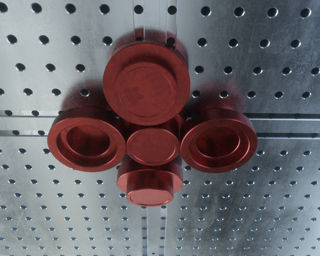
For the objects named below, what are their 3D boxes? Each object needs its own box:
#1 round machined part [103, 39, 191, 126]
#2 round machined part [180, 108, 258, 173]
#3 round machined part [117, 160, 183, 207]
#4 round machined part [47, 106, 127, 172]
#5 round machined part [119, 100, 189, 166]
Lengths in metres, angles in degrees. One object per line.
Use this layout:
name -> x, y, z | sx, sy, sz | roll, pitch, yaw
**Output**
round machined part -> -0.015, -0.046, 0.346 | 0.099, 0.042, 0.097 | 0, 116, 1
round machined part -> 0.075, 0.012, 0.412 | 0.099, 0.042, 0.097 | -1, 130, 0
round machined part -> -0.015, 0.085, 0.457 | 0.099, 0.042, 0.098 | 0, 145, 0
round machined part -> -0.092, 0.011, 0.408 | 0.099, 0.042, 0.097 | -1, 130, 0
round machined part -> -0.009, 0.012, 0.410 | 0.099, 0.042, 0.097 | -1, 130, 0
